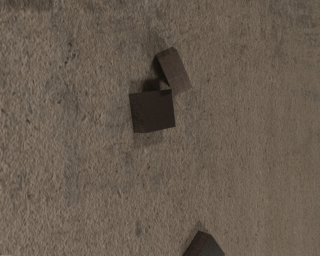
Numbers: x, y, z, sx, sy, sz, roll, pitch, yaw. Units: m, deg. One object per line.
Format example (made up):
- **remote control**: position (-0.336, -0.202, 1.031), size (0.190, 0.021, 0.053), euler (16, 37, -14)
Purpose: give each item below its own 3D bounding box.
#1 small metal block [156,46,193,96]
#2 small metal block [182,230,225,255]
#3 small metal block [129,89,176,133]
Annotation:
- **small metal block**: position (0.018, -0.075, 0.402), size (0.025, 0.050, 0.050), euler (-24, 110, 4)
- **small metal block**: position (0.065, 0.192, 0.463), size (0.050, 0.025, 0.050), euler (-48, 119, -29)
- **small metal block**: position (-0.009, -0.022, 0.399), size (0.050, 0.025, 0.050), euler (-12, 98, -40)
